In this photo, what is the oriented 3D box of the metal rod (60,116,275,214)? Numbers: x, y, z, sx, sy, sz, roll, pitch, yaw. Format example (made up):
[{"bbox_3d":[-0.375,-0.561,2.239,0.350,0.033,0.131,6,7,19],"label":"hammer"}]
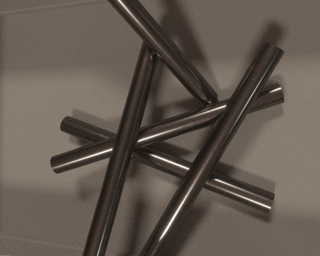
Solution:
[{"bbox_3d":[-0.004,0.042,0.411,0.301,0.025,0.025,19,96,18],"label":"metal rod"}]

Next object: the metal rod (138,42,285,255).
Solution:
[{"bbox_3d":[0.052,0.042,0.362,0.025,0.025,0.298,32,103,17],"label":"metal rod"}]

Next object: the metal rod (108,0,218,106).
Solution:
[{"bbox_3d":[-0.036,-0.134,0.336,0.025,0.025,0.300,-39,112,16],"label":"metal rod"}]

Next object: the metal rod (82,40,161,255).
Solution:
[{"bbox_3d":[-0.044,0.027,0.371,0.025,0.025,0.299,14,86,19],"label":"metal rod"}]

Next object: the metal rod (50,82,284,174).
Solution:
[{"bbox_3d":[0.000,0.004,0.390,0.301,0.025,0.025,-18,84,11],"label":"metal rod"}]
